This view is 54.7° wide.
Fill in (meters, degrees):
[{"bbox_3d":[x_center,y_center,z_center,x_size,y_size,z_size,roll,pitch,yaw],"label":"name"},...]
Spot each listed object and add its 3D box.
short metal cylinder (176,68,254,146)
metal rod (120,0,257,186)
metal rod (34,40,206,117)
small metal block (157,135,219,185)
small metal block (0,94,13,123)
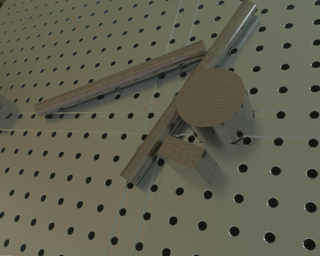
[{"bbox_3d":[0.067,-0.025,0.372,0.080,0.050,0.080,-13,56,21],"label":"short metal cylinder"},{"bbox_3d":[0.044,-0.054,0.418,0.025,0.025,0.300,27,76,37],"label":"metal rod"},{"bbox_3d":[-0.072,-0.073,0.490,0.301,0.025,0.025,-17,55,18],"label":"metal rod"},{"bbox_3d":[0.033,0.036,0.353,0.050,0.050,0.025,19,72,35],"label":"small metal block"},{"bbox_3d":[-0.317,-0.035,0.596,0.050,0.025,0.050,-43,51,-2],"label":"small metal block"}]
